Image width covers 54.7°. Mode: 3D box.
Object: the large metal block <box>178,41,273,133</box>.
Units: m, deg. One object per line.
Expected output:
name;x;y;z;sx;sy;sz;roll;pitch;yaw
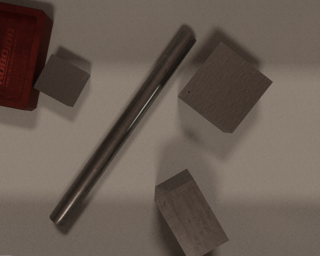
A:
large metal block;0.081;-0.049;0.400;0.080;0.050;0.080;38;90;-1

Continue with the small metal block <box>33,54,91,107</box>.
small metal block;-0.129;-0.062;0.410;0.050;0.025;0.050;28;90;-1

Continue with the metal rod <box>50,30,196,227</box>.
metal rod;-0.048;0.000;0.410;0.025;0.025;0.299;35;90;-1

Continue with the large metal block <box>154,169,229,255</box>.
large metal block;0.035;0.103;0.385;0.050;0.080;0.080;-30;90;0

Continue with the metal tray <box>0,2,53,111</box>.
metal tray;-0.201;-0.094;0.406;0.091;0.030;0.129;11;90;-1
